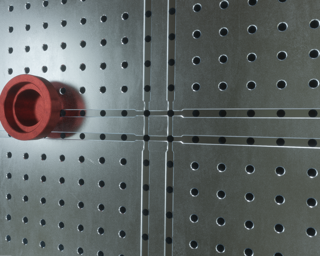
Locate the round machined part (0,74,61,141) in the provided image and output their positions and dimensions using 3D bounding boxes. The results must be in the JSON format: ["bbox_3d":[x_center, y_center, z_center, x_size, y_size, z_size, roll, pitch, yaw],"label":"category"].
[{"bbox_3d":[-0.192,-0.030,0.472,0.098,0.042,0.097,0,90,20],"label":"round machined part"}]
